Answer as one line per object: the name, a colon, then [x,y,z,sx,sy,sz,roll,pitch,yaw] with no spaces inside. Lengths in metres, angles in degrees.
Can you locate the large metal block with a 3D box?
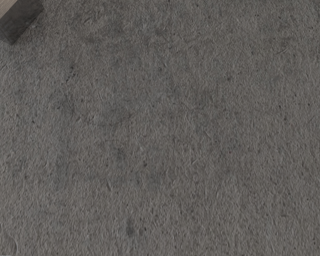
large metal block: [-0.237,-0.183,0.460,0.080,0.050,0.080,28,72,9]
